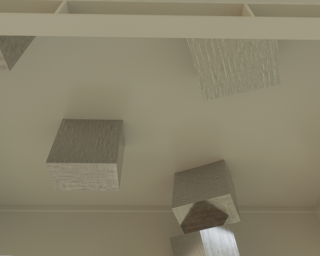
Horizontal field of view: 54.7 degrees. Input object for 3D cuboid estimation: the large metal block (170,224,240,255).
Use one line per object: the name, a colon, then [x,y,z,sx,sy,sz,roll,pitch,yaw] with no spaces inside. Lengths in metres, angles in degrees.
large metal block: [0.062,0.179,0.414,0.050,0.080,0.080,-1,157,-29]

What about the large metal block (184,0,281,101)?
large metal block: [0.075,-0.082,0.321,0.080,0.050,0.080,-12,130,13]

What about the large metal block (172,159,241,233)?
large metal block: [0.066,0.098,0.451,0.080,0.080,0.050,-18,114,14]

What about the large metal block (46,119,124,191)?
large metal block: [-0.090,0.033,0.400,0.081,0.080,0.050,1,130,-1]

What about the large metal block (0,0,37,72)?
large metal block: [-0.176,-0.093,0.292,0.080,0.080,0.050,-3,130,2]
